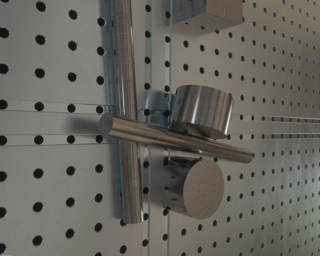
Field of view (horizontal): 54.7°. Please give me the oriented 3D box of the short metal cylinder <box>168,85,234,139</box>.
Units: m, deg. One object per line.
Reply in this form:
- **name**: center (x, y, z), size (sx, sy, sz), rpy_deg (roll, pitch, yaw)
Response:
- **short metal cylinder**: center (0.055, -0.020, 0.420), size (0.080, 0.080, 0.050), rpy_deg (22, 76, -38)

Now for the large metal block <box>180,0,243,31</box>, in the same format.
- **large metal block**: center (0.076, -0.195, 0.456), size (0.081, 0.050, 0.079), rpy_deg (-2, 91, -40)

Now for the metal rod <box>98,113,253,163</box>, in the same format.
- **metal rod**: center (0.046, 0.023, 0.427), size (0.302, 0.025, 0.025), rpy_deg (14, 81, -45)

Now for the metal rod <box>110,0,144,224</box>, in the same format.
- **metal rod**: center (-0.041, -0.035, 0.374), size (0.025, 0.025, 0.298), rpy_deg (-5, 94, -40)

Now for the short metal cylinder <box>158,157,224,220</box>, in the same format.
- **short metal cylinder**: center (0.044, 0.081, 0.430), size (0.081, 0.050, 0.079), rpy_deg (0, 90, -40)
